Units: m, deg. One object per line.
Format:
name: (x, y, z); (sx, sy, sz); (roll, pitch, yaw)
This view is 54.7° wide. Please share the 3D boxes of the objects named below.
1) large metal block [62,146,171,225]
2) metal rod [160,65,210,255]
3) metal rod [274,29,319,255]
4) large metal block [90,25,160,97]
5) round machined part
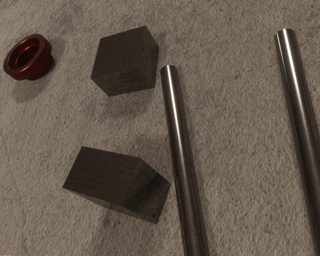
large metal block: (-0.046, 0.065, 0.351); (0.080, 0.080, 0.050); (8, 66, 31)
metal rod: (0.027, 0.042, 0.362); (0.025, 0.025, 0.299); (-18, 55, 17)
metal rod: (0.150, 0.013, 0.316); (0.025, 0.025, 0.299); (-10, 57, 22)
large metal block: (-0.051, -0.101, 0.475); (0.080, 0.050, 0.080); (-8, 58, 23)
round machined part: (-0.249, -0.131, 0.601); (0.098, 0.042, 0.098); (-13, 56, 20)
